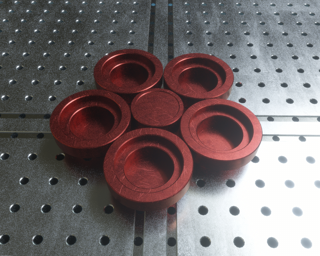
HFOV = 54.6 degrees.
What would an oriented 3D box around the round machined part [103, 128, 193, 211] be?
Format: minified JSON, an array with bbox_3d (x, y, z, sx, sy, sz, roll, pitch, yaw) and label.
[{"bbox_3d":[-0.013,0.050,0.354,0.099,0.042,0.098,0,50,0],"label":"round machined part"}]

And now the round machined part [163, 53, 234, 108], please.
[{"bbox_3d":[0.054,-0.062,0.449,0.099,0.042,0.098,0,50,0],"label":"round machined part"}]

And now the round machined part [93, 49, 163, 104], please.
[{"bbox_3d":[-0.045,-0.070,0.455,0.099,0.042,0.098,0,50,0],"label":"round machined part"}]

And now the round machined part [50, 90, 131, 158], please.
[{"bbox_3d":[-0.085,-0.001,0.397,0.099,0.042,0.098,0,50,0],"label":"round machined part"}]

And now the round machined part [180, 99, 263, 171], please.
[{"bbox_3d":[0.073,0.012,0.387,0.099,0.042,0.098,0,50,0],"label":"round machined part"}]

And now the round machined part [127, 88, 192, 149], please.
[{"bbox_3d":[-0.004,-0.015,0.409,0.099,0.042,0.098,0,50,0],"label":"round machined part"}]
